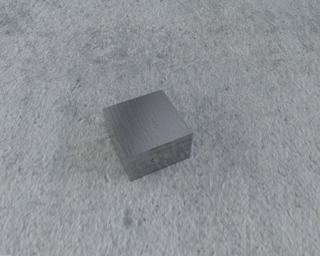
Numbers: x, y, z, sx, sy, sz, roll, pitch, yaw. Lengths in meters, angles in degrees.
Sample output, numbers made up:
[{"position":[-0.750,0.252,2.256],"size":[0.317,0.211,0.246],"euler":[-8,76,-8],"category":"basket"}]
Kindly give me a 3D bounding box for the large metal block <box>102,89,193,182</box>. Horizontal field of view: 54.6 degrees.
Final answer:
[{"position":[-0.016,0.007,0.381],"size":[0.081,0.050,0.080],"euler":[-20,53,-16],"category":"large metal block"}]
